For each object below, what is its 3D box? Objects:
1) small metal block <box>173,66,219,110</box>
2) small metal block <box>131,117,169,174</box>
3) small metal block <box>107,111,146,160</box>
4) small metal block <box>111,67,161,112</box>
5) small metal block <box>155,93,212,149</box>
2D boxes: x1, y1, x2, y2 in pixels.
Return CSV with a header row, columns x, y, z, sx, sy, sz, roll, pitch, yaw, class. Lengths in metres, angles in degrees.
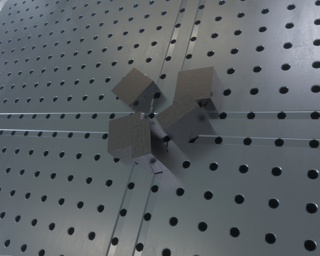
x,y,z,sx,sy,sz,roll,pitch,yaw,class
0.049,-0.052,0.415,0.050,0.025,0.050,-4,60,26,small metal block
-0.012,0.023,0.386,0.025,0.050,0.050,-17,55,19,small metal block
-0.043,0.011,0.425,0.050,0.025,0.050,-16,55,19,small metal block
-0.037,-0.056,0.463,0.050,0.025,0.050,-46,51,-4,small metal block
0.030,-0.008,0.382,0.050,0.050,0.025,-35,51,5,small metal block
